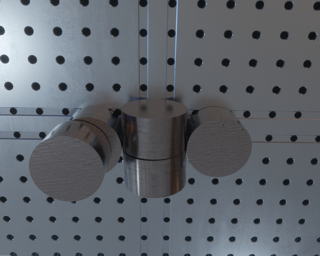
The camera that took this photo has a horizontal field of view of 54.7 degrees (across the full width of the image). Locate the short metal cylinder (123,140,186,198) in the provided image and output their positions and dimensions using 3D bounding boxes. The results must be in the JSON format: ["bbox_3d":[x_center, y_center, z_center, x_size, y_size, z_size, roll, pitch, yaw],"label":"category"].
[{"bbox_3d":[-0.006,0.047,0.401,0.081,0.080,0.050,-1,110,0],"label":"short metal cylinder"}]

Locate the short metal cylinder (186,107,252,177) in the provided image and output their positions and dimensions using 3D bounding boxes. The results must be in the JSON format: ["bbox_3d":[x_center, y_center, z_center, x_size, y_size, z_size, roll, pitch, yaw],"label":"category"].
[{"bbox_3d":[0.073,0.017,0.406,0.081,0.050,0.079,0,110,0],"label":"short metal cylinder"}]

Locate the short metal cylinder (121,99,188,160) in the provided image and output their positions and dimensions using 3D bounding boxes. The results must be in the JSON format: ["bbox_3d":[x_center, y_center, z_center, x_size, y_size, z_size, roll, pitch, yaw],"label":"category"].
[{"bbox_3d":[-0.007,-0.001,0.384,0.081,0.080,0.050,1,111,-1],"label":"short metal cylinder"}]

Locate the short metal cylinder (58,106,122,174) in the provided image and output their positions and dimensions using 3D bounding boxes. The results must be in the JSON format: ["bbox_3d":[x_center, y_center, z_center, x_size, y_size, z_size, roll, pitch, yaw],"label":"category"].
[{"bbox_3d":[-0.088,0.016,0.405,0.081,0.050,0.079,0,110,0],"label":"short metal cylinder"}]

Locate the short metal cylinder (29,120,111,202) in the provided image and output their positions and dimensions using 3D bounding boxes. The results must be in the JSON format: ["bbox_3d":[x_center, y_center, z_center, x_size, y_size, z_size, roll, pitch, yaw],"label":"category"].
[{"bbox_3d":[-0.101,0.037,0.358,0.081,0.050,0.079,0,110,0],"label":"short metal cylinder"}]
